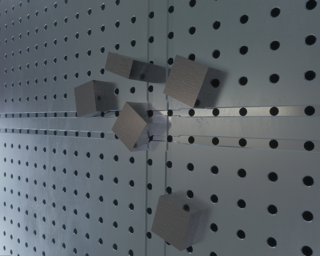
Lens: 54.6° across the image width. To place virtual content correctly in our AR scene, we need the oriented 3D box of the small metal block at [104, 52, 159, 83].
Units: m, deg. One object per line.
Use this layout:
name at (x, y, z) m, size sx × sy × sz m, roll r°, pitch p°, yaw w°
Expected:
small metal block at (-0.039, -0.083, 0.426) m, size 0.050 × 0.050 × 0.025 m, roll 26°, pitch 107°, yaw 37°

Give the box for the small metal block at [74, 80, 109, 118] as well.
small metal block at (-0.112, -0.046, 0.503) m, size 0.050 × 0.025 × 0.050 m, roll -13°, pitch 82°, yaw 39°

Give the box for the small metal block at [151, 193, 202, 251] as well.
small metal block at (0.020, 0.118, 0.394) m, size 0.050 × 0.025 × 0.050 m, roll 22°, pitch 104°, yaw 38°

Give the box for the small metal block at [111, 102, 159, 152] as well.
small metal block at (-0.036, -0.002, 0.440) m, size 0.050 × 0.025 × 0.050 m, roll 45°, pitch 117°, yaw 30°

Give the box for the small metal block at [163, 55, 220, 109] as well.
small metal block at (0.037, -0.057, 0.379) m, size 0.050 × 0.025 × 0.050 m, roll 31°, pitch 109°, yaw 36°
